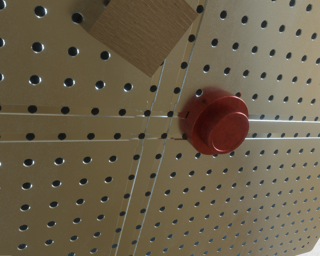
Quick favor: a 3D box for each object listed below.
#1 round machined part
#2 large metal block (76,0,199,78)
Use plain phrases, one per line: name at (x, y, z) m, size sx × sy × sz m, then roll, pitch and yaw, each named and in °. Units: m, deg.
round machined part at (0.089, -0.001, 0.448) m, size 0.099 × 0.042 × 0.097 m, roll -14°, pitch 124°, yaw -21°
large metal block at (-0.023, -0.111, 0.313) m, size 0.080 × 0.050 × 0.080 m, roll 31°, pitch 101°, yaw -38°
